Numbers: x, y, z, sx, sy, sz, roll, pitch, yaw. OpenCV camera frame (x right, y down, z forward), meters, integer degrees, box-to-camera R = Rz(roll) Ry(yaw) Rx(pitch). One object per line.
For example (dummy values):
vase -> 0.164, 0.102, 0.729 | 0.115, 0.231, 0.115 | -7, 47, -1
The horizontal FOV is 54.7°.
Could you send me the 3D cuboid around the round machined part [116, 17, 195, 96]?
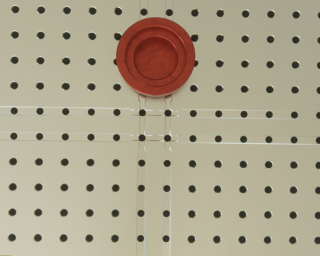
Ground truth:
round machined part -> -0.005, -0.089, 0.405 | 0.099, 0.042, 0.097 | 0, 90, -1
